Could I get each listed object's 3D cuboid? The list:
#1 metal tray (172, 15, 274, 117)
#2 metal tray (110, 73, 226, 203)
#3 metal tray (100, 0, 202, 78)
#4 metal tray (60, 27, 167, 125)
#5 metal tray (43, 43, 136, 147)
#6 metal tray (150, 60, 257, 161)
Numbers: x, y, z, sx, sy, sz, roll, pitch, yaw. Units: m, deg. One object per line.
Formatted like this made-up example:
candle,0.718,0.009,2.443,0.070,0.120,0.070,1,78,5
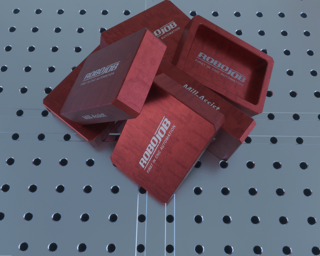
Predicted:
metal tray,0.084,-0.079,0.413,0.131,0.030,0.090,24,71,-15
metal tray,0.003,0.015,0.355,0.090,0.129,0.030,37,35,12
metal tray,-0.006,-0.118,0.433,0.131,0.030,0.090,-38,77,-27
metal tray,-0.057,-0.052,0.350,0.030,0.130,0.090,34,67,-33
metal tray,-0.081,-0.050,0.427,0.090,0.030,0.130,37,74,11
metal tray,0.045,-0.018,0.383,0.130,0.090,0.030,37,74,12
